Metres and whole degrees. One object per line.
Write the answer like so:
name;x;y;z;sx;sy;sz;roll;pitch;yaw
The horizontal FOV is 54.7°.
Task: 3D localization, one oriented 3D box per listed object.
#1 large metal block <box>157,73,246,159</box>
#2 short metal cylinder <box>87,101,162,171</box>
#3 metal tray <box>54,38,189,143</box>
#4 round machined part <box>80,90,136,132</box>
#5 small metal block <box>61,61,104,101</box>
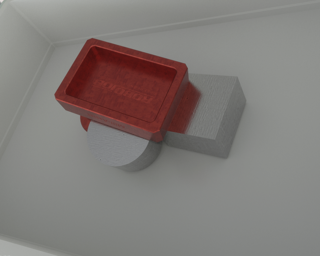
large metal block;0.048;-0.017;0.370;0.080;0.050;0.080;10;67;32
short metal cylinder;-0.043;0.012;0.386;0.080;0.050;0.080;-4;74;15
metal tray;-0.043;-0.047;0.360;0.130;0.030;0.090;19;70;14
round machined part;-0.076;-0.034;0.452;0.098;0.042;0.098;-13;56;20
small metal block;-0.096;-0.055;0.416;0.025;0.050;0.050;13;68;33
